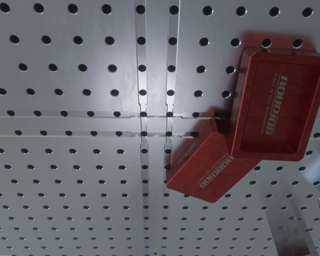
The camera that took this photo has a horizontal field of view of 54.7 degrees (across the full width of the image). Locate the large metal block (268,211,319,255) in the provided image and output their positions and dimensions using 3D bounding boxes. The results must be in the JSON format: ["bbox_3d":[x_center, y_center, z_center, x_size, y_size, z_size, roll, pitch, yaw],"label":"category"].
[{"bbox_3d":[0.245,0.212,0.559,0.050,0.080,0.080,-29,125,22],"label":"large metal block"}]

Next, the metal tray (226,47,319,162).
[{"bbox_3d":[0.135,-0.025,0.366,0.091,0.030,0.129,3,115,-3],"label":"metal tray"}]

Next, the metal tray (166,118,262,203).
[{"bbox_3d":[0.078,0.053,0.454,0.091,0.030,0.129,23,127,-19],"label":"metal tray"}]
